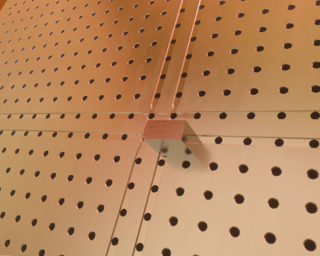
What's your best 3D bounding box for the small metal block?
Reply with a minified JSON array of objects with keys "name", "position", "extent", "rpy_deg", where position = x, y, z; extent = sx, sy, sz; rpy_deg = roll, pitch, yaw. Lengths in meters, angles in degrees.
[{"name":"small metal block","position":[0.015,0.013,0.377],"extent":[0.050,0.050,0.025],"rpy_deg":[1,62,28]}]
